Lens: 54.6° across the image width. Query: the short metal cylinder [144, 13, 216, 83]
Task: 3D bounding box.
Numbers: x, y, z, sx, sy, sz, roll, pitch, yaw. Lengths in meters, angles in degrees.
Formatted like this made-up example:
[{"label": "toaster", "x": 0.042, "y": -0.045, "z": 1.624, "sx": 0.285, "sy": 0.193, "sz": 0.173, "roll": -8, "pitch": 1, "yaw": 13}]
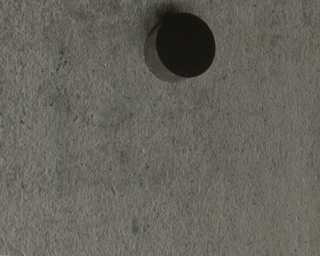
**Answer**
[{"label": "short metal cylinder", "x": 0.025, "y": -0.102, "z": 0.404, "sx": 0.081, "sy": 0.050, "sz": 0.080, "roll": 0, "pitch": 90, "yaw": -20}]
